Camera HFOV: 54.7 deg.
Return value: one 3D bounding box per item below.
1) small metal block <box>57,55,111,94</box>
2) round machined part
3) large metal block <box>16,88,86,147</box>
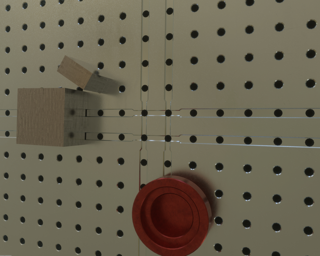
[{"bbox_3d":[-0.106,-0.074,0.435,0.050,0.050,0.025,34,101,16],"label":"small metal block"},{"bbox_3d":[0.018,0.109,0.397,0.098,0.042,0.097,0,90,19],"label":"round machined part"},{"bbox_3d":[-0.158,-0.016,0.454,0.080,0.050,0.079,2,91,19],"label":"large metal block"}]
